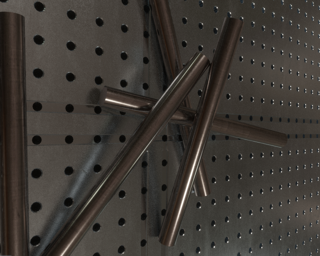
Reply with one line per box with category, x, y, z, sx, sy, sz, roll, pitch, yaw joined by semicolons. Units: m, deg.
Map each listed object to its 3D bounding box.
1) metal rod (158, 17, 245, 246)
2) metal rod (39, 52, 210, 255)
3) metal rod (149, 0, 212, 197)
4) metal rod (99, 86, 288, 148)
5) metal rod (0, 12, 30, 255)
metal rod;0.049;0.012;0.397;0.025;0.025;0.298;8;102;-40
metal rod;-0.034;0.032;0.348;0.025;0.025;0.300;46;73;-31
metal rod;0.029;-0.044;0.435;0.025;0.025;0.298;-24;105;-38
metal rod;0.065;-0.009;0.428;0.302;0.025;0.025;12;82;-28
metal rod;-0.139;0.044;0.293;0.025;0.025;0.298;-2;91;-40
